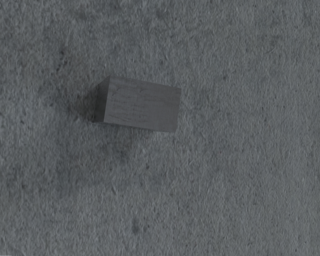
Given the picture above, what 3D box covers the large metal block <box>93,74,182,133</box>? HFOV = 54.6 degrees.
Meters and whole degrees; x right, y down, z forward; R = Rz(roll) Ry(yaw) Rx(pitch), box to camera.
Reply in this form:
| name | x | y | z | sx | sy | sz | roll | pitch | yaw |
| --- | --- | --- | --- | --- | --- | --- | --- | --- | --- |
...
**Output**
| name | x | y | z | sx | sy | sz | roll | pitch | yaw |
| --- | --- | --- | --- | --- | --- | --- | --- | --- | --- |
| large metal block | -0.030 | -0.025 | 0.368 | 0.081 | 0.080 | 0.050 | 9 | 87 | -20 |
